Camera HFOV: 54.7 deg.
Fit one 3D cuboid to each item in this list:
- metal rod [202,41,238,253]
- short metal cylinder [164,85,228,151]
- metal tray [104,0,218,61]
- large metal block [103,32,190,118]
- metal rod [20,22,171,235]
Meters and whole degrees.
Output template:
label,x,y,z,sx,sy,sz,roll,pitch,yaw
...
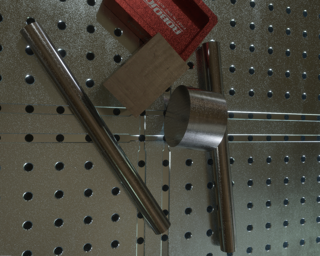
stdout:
label,x,y,z,sx,sy,sz,roll,pitch,yaw
metal rod,0.086,0.028,0.446,0.025,0.025,0.298,-6,92,-20
short metal cylinder,0.044,-0.012,0.401,0.050,0.080,0.080,9,87,-20
metal tray,0.003,-0.156,0.411,0.130,0.030,0.090,42,77,-16
large metal block,-0.020,-0.063,0.367,0.080,0.080,0.050,-43,105,0
metal rod,-0.073,0.009,0.386,0.025,0.025,0.299,-35,102,-17
